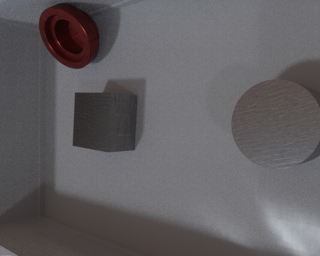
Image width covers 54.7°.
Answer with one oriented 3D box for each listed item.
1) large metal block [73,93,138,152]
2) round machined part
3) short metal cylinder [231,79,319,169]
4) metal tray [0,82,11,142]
[{"bbox_3d":[-0.081,-0.010,0.455,0.080,0.050,0.079,6,94,39],"label":"large metal block"},{"bbox_3d":[-0.136,-0.146,0.485,0.098,0.042,0.097,19,135,20],"label":"round machined part"},{"bbox_3d":[0.116,-0.003,0.294,0.080,0.050,0.079,0,90,39],"label":"short metal cylinder"},{"bbox_3d":[-0.395,-0.042,0.726,0.090,0.030,0.129,30,108,35],"label":"metal tray"}]
